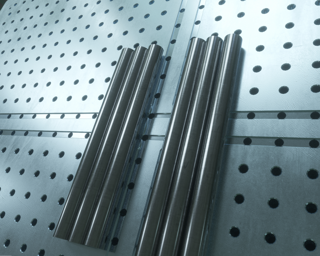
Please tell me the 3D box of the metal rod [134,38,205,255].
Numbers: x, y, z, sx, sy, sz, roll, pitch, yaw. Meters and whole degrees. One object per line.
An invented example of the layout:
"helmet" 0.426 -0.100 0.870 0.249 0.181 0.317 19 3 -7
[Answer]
"metal rod" 0.021 0.008 0.393 0.025 0.025 0.300 1 62 29

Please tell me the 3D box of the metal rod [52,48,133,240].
"metal rod" -0.087 0.007 0.450 0.025 0.025 0.300 1 62 29

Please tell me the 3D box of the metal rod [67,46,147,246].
"metal rod" -0.064 0.008 0.437 0.025 0.025 0.300 1 62 29

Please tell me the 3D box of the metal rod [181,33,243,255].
"metal rod" 0.066 0.009 0.368 0.025 0.025 0.300 1 62 29

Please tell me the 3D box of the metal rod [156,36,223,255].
"metal rod" 0.042 0.009 0.381 0.025 0.025 0.300 1 62 29

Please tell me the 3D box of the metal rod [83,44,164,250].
"metal rod" -0.042 0.008 0.426 0.025 0.025 0.300 1 62 29
